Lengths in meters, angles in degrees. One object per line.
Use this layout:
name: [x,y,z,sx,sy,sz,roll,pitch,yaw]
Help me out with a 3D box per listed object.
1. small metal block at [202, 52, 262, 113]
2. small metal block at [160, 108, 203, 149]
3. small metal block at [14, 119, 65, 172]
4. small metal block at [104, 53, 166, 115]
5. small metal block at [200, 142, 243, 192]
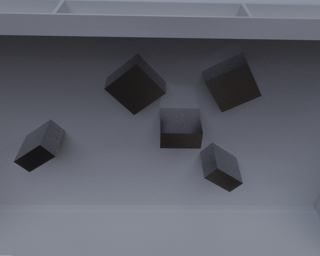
small metal block: [0.085,-0.053,0.366,0.050,0.025,0.050,-24,127,18]
small metal block: [0.025,0.000,0.393,0.050,0.050,0.025,1,130,-1]
small metal block: [-0.159,0.023,0.410,0.050,0.050,0.025,-29,125,22]
small metal block: [-0.029,-0.050,0.366,0.050,0.025,0.050,-33,123,24]
small metal block: [0.087,0.056,0.442,0.050,0.050,0.025,31,123,-24]
